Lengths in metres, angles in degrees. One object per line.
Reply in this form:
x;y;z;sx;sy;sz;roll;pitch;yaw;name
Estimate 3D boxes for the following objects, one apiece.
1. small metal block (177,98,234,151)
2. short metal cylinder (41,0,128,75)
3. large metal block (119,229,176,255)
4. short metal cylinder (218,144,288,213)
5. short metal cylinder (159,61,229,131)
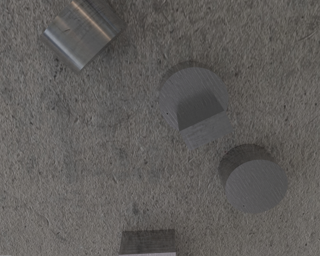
0.048;-0.005;0.342;0.050;0.050;0.025;-25;109;9;small metal block
-0.082;-0.104;0.341;0.080;0.080;0.050;-41;105;13;short metal cylinder
-0.016;0.205;0.472;0.080;0.050;0.079;-3;110;1;large metal block
0.124;0.068;0.423;0.081;0.050;0.079;0;110;0;short metal cylinder
0.039;-0.039;0.382;0.081;0.050;0.079;0;110;0;short metal cylinder
